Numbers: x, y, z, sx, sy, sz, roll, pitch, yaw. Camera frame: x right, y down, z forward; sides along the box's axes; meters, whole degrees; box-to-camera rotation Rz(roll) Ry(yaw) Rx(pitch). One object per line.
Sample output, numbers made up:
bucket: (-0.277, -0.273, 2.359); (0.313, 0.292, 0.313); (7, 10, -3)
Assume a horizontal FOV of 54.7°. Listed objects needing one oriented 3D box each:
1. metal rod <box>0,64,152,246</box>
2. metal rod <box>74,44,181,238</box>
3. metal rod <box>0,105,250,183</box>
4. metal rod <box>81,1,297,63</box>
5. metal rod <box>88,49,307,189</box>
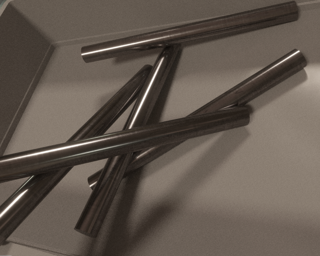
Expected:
metal rod: (-0.083, 0.006, 0.367); (0.025, 0.025, 0.301); (6, 40, 30)
metal rod: (-0.029, -0.010, 0.399); (0.025, 0.025, 0.300); (4, 55, 29)
metal rod: (-0.043, 0.016, 0.323); (0.302, 0.025, 0.025); (-12, 50, -17)
metal rod: (0.032, -0.133, 0.439); (0.301, 0.025, 0.025); (-9, 58, 12)
metal rod: (0.040, -0.005, 0.386); (0.300, 0.025, 0.025); (-32, 52, 7)
